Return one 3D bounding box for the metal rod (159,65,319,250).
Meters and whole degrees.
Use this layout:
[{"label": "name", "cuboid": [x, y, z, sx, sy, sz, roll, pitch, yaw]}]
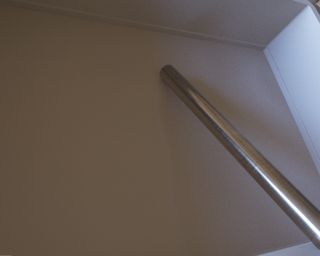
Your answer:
[{"label": "metal rod", "cuboid": [0.079, 0.007, 0.367, 0.025, 0.025, 0.300, -6, 41, -31]}]
